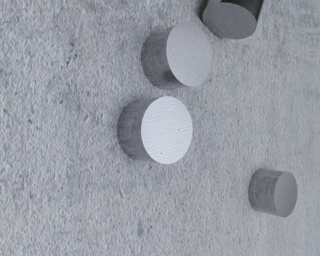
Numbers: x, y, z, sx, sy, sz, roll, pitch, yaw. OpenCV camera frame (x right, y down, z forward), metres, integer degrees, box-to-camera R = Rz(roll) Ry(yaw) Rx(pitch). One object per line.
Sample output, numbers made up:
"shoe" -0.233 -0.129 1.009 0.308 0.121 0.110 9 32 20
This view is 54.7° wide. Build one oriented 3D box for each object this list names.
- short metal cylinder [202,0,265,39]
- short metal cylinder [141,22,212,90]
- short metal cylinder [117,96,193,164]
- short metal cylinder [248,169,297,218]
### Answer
"short metal cylinder" 0.109 -0.177 0.460 0.080 0.080 0.050 32 71 -36
"short metal cylinder" 0.022 -0.092 0.407 0.081 0.050 0.080 0 90 -40
"short metal cylinder" -0.006 0.002 0.383 0.081 0.050 0.080 0 90 -40
"short metal cylinder" 0.205 0.116 0.560 0.081 0.050 0.080 0 90 -40
